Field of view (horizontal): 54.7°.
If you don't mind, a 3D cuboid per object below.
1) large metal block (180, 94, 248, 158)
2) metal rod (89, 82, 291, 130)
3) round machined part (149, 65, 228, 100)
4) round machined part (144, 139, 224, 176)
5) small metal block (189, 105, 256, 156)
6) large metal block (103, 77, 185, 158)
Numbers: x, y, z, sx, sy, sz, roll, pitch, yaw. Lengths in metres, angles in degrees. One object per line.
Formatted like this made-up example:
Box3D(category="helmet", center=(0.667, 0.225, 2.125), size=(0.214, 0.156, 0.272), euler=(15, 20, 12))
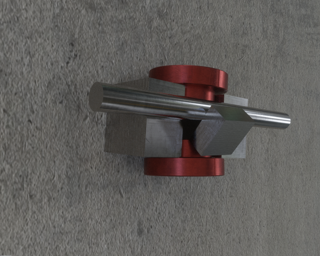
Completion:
Box3D(category="large metal block", center=(0.072, -0.001, 0.431), size=(0.050, 0.080, 0.080), euler=(5, 87, -40))
Box3D(category="metal rod", center=(0.062, -0.018, 0.354), size=(0.302, 0.025, 0.025), euler=(4, 88, -40))
Box3D(category="round machined part", center=(0.034, -0.047, 0.387), size=(0.099, 0.098, 0.042), euler=(5, 88, -40))
Box3D(category="round machined part", center=(0.030, 0.037, 0.383), size=(0.099, 0.098, 0.042), euler=(6, 81, -40))
Box3D(category="small metal block", center=(0.069, 0.004, 0.342), size=(0.050, 0.025, 0.050), euler=(2, 129, -38))
Box3D(category="large metal block", center=(-0.020, -0.009, 0.354), size=(0.050, 0.080, 0.080), euler=(6, 87, -40))
